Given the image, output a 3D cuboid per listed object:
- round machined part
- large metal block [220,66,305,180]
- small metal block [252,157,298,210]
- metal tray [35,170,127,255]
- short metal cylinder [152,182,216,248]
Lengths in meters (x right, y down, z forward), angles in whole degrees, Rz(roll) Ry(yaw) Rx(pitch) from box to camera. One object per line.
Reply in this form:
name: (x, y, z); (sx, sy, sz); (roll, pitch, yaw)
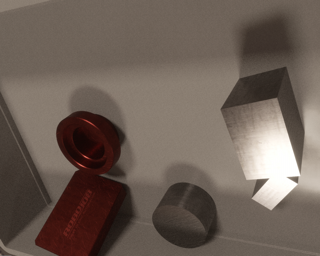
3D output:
round machined part: (-0.100, 0.018, 0.460); (0.098, 0.042, 0.097); (13, 124, 20)
large metal block: (0.108, -0.006, 0.312); (0.050, 0.080, 0.080); (-11, 113, 33)
small metal block: (0.134, 0.057, 0.357); (0.025, 0.050, 0.050); (31, 128, 8)
metal tray: (-0.121, 0.139, 0.489); (0.090, 0.130, 0.030); (15, 150, 19)
short metal cylinder: (0.036, 0.127, 0.451); (0.080, 0.050, 0.079); (13, 124, 20)
